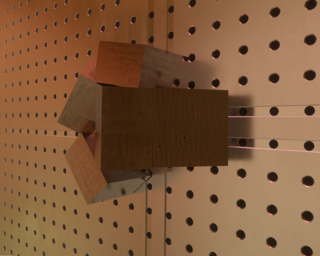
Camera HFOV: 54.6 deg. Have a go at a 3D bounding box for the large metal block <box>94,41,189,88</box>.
[{"bbox_3d":[-0.024,-0.075,0.394,0.080,0.081,0.050,17,101,39],"label":"large metal block"}]

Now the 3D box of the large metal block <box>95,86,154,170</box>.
[{"bbox_3d":[-0.042,0.000,0.338,0.080,0.050,0.080,-179,91,-74],"label":"large metal block"}]

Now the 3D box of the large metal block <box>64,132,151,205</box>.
[{"bbox_3d":[-0.073,0.052,0.433,0.050,0.081,0.080,-47,63,29],"label":"large metal block"}]

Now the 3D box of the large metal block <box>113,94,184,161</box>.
[{"bbox_3d":[-0.016,-0.002,0.407,0.080,0.050,0.080,1,91,40],"label":"large metal block"}]

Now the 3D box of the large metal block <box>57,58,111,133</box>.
[{"bbox_3d":[-0.096,-0.045,0.446,0.050,0.080,0.080,29,116,-11],"label":"large metal block"}]

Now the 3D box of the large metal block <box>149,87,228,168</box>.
[{"bbox_3d":[0.027,0.000,0.341,0.050,0.081,0.080,179,92,-77],"label":"large metal block"}]
